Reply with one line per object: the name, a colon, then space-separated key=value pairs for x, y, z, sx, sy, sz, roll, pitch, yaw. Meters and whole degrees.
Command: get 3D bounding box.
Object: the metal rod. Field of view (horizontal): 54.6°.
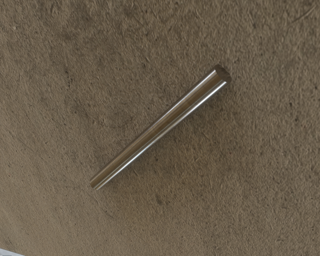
metal rod: x=-0.019 y=0.017 z=0.430 sx=0.025 sy=0.025 sz=0.299 roll=46 pitch=129 yaw=-4
